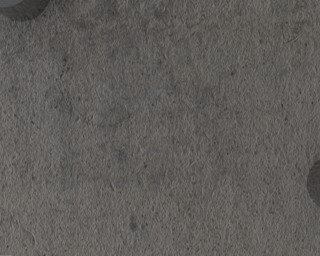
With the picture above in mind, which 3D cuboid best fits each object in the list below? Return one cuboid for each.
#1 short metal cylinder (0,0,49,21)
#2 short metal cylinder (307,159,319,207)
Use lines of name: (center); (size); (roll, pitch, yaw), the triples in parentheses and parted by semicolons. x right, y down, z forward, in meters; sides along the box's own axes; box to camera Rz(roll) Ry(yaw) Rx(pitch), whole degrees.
short metal cylinder: (-0.189, -0.184, 0.396); (0.081, 0.050, 0.080); (0, 90, 0)
short metal cylinder: (0.242, 0.076, 0.399); (0.081, 0.050, 0.080); (0, 90, 0)
